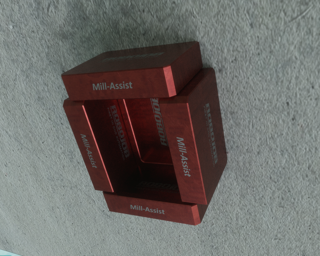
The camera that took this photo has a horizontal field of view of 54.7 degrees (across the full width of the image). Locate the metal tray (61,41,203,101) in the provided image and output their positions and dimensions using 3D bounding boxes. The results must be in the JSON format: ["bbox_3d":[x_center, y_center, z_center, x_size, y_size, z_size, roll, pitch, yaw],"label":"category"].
[{"bbox_3d":[-0.029,-0.063,0.341,0.130,0.090,0.030,1,119,27],"label":"metal tray"}]

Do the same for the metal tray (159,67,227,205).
[{"bbox_3d":[0.043,0.008,0.347,0.030,0.090,0.129,1,119,28],"label":"metal tray"}]

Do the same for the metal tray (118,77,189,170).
[{"bbox_3d":[0.001,-0.008,0.398,0.090,0.030,0.129,1,119,27],"label":"metal tray"}]

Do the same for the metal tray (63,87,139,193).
[{"bbox_3d":[-0.065,0.006,0.402,0.030,0.090,0.129,1,119,28],"label":"metal tray"}]

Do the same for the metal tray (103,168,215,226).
[{"bbox_3d":[0.003,0.077,0.411,0.130,0.090,0.030,1,119,27],"label":"metal tray"}]
